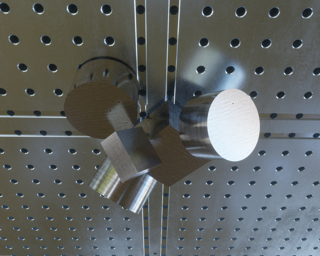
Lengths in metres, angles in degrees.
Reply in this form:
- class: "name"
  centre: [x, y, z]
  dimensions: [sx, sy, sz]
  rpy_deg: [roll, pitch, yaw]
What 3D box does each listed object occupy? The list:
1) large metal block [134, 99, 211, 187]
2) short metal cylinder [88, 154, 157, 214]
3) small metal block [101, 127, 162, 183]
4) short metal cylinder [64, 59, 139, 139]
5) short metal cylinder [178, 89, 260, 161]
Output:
- class: "large metal block"
  centre: [0.011, 0.023, 0.407]
  dimensions: [0.080, 0.050, 0.080]
  rpy_deg: [37, 121, -27]
- class: "short metal cylinder"
  centre: [-0.051, 0.076, 0.427]
  dimensions: [0.080, 0.050, 0.080]
  rpy_deg: [29, 168, 7]
- class: "small metal block"
  centre: [-0.031, 0.028, 0.349]
  dimensions: [0.025, 0.050, 0.050]
  rpy_deg: [-36, 78, 28]
- class: "short metal cylinder"
  centre: [-0.065, -0.033, 0.362]
  dimensions: [0.081, 0.050, 0.079]
  rpy_deg: [0, 130, 0]
- class: "short metal cylinder"
  centre: [0.069, -0.003, 0.360]
  dimensions: [0.080, 0.080, 0.050]
  rpy_deg: [36, 160, -26]
